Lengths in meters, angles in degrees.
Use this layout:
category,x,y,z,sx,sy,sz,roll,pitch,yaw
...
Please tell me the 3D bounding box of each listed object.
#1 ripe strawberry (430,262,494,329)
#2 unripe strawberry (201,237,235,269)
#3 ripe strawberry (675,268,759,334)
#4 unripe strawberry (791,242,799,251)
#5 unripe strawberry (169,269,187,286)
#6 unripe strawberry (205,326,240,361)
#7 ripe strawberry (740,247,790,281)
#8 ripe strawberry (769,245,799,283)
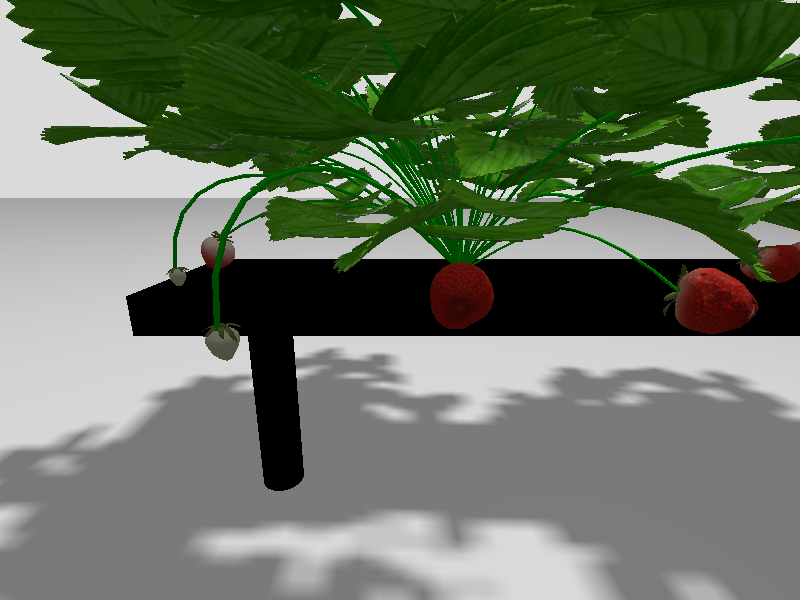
category,x,y,z,sx,sy,sz,roll,pitch,yaw
ripe strawberry,0.032,-0.001,0.212,0.034,0.036,0.037,2,17,8
unripe strawberry,-0.172,-0.043,0.376,0.030,0.031,0.029,26,17,-1
ripe strawberry,0.157,0.002,0.200,0.030,0.034,0.032,-10,24,-32
unripe strawberry,0.421,-0.053,0.421,0.020,0.017,0.020,12,20,38
unripe strawberry,-0.139,-0.014,0.251,0.010,0.011,0.011,-8,18,-27
unripe strawberry,-0.072,0.018,0.163,0.013,0.014,0.014,10,19,31
ripe strawberry,0.297,-0.028,0.317,0.032,0.031,0.029,-7,17,-9
ripe strawberry,0.286,-0.026,0.312,0.028,0.027,0.030,36,19,-1
